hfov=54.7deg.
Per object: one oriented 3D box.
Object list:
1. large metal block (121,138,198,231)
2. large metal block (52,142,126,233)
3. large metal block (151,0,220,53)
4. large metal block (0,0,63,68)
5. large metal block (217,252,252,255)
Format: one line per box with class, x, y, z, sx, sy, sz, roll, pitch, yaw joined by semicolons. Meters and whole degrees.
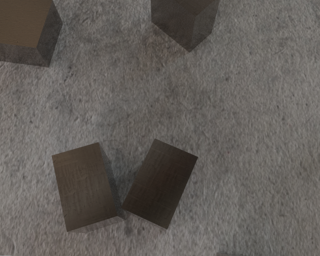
large metal block;0.001;0.068;0.354;0.050;0.080;0.080;23;72;8
large metal block;-0.078;0.071;0.352;0.050;0.080;0.080;-16;71;-6
large metal block;0.033;-0.169;0.441;0.080;0.080;0.050;43;75;13
large metal block;-0.196;-0.139;0.443;0.080;0.050;0.080;8;70;2
large metal block;0.105;0.162;0.321;0.080;0.080;0.050;5;70;1
